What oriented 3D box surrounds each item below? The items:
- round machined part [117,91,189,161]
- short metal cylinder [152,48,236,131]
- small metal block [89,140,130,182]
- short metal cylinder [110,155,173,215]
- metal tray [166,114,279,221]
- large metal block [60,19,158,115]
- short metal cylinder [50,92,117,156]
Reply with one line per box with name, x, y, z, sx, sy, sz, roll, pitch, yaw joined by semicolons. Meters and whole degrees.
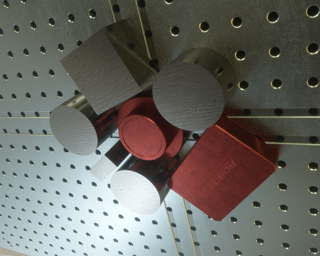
round machined part;-0.015;0.004;0.410;0.098;0.042;0.097;13;124;21
short metal cylinder;0.039;-0.043;0.347;0.080;0.050;0.079;13;124;21
small metal block;-0.071;0.047;0.460;0.025;0.050;0.050;45;129;-3
short metal cylinder;-0.026;0.080;0.458;0.080;0.050;0.079;13;124;21
metal tray;0.076;0.055;0.401;0.090;0.030;0.129;35;129;5
large metal block;-0.061;-0.073;0.382;0.080;0.050;0.080;-23;106;36
short metal cylinder;-0.110;-0.007;0.448;0.080;0.050;0.079;13;124;21
